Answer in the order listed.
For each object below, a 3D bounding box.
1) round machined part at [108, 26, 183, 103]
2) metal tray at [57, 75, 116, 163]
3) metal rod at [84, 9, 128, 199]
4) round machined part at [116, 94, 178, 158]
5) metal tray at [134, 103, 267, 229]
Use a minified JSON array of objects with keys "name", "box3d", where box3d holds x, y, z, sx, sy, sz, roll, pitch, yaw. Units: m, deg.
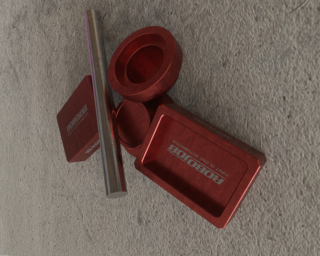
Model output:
[{"name":"round machined part","box3d":[-0.015,-0.076,0.393,0.098,0.042,0.098,-14,61,27]},{"name":"metal tray","box3d":[-0.116,-0.011,0.485,0.129,0.030,0.090,-38,64,42]},{"name":"metal rod","box3d":[-0.079,-0.051,0.428,0.025,0.025,0.299,-34,56,35]},{"name":"round machined part","box3d":[-0.025,-0.007,0.417,0.098,0.042,0.097,0,90,40]},{"name":"metal tray","box3d":[0.041,0.039,0.355,0.130,0.030,0.089,32,110,24]}]
